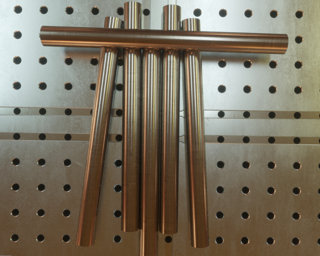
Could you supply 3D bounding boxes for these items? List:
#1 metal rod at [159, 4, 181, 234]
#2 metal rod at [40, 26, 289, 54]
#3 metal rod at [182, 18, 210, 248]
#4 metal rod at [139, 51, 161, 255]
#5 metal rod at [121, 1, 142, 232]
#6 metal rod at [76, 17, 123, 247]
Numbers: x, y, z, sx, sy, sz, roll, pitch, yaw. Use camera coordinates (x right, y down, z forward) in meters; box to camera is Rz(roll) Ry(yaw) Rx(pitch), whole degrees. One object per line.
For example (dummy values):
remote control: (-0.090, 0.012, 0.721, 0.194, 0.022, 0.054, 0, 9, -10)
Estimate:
metal rod: (0.014, -0.011, 0.415, 0.025, 0.025, 0.298, 1, 90, 0)
metal rod: (0.006, -0.110, 0.388, 0.302, 0.025, 0.025, 2, 90, 0)
metal rod: (0.047, 0.007, 0.414, 0.025, 0.025, 0.298, -2, 90, 0)
metal rod: (-0.013, 0.041, 0.413, 0.025, 0.025, 0.298, 1, 90, 0)
metal rod: (-0.038, -0.015, 0.413, 0.025, 0.025, 0.298, 1, 90, 0)
metal rod: (-0.080, 0.005, 0.412, 0.025, 0.025, 0.298, 7, 90, 0)
